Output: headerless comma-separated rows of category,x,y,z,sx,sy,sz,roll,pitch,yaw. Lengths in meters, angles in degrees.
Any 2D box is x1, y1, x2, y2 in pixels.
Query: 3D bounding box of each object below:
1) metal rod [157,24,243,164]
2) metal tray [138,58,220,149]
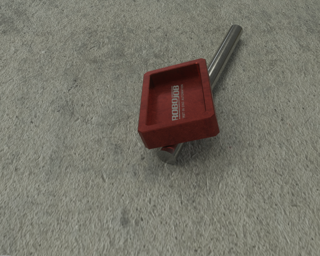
metal rod,0.071,-0.068,0.461,0.025,0.025,0.301,20,53,15
metal tray,0.023,-0.036,0.402,0.090,0.030,0.130,-12,41,12
